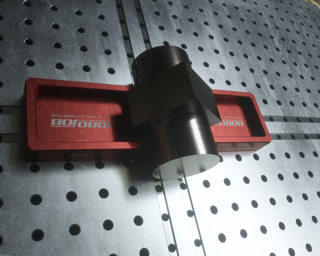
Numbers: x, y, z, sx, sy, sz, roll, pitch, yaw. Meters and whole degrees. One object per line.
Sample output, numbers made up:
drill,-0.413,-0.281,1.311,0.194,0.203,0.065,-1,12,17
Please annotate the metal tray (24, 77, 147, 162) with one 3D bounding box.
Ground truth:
metal tray,-0.087,-0.009,0.363,0.131,0.030,0.090,1,61,-28

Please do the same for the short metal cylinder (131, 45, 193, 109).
short metal cylinder,0.005,-0.064,0.414,0.081,0.080,0.050,1,61,-28

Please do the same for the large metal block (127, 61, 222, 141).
large metal block,0.019,-0.026,0.380,0.080,0.080,0.050,30,41,-54

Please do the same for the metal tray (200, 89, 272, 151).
metal tray,0.096,-0.012,0.464,0.131,0.030,0.090,1,61,-28

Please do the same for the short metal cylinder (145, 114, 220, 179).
short metal cylinder,0.026,0.024,0.371,0.081,0.080,0.050,2,61,-28
